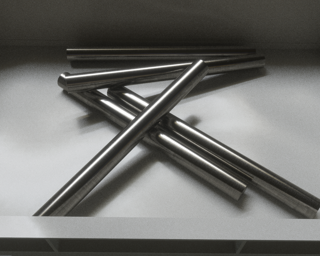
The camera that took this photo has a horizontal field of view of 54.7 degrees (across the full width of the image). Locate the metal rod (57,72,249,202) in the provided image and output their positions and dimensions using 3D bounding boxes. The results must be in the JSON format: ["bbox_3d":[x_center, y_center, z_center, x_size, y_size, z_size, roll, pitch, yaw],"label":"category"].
[{"bbox_3d":[-0.025,0.000,0.404,0.300,0.025,0.025,31,57,23],"label":"metal rod"}]

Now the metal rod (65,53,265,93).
[{"bbox_3d":[0.019,-0.083,0.454,0.302,0.025,0.025,-10,51,-17],"label":"metal rod"}]

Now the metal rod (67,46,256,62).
[{"bbox_3d":[0.003,-0.121,0.506,0.302,0.025,0.025,-1,50,-1],"label":"metal rod"}]

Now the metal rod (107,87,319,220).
[{"bbox_3d":[0.050,0.017,0.391,0.300,0.025,0.025,31,57,23],"label":"metal rod"}]

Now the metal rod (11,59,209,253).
[{"bbox_3d":[-0.041,0.016,0.363,0.025,0.025,0.301,34,65,24],"label":"metal rod"}]
